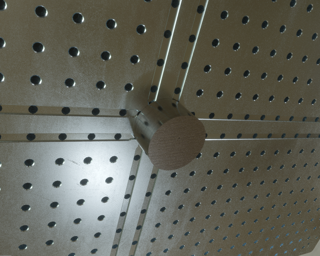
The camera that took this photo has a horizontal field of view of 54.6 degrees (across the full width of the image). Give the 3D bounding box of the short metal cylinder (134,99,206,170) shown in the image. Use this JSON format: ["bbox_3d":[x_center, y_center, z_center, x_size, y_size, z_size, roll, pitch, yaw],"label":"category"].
[{"bbox_3d":[0.012,0.008,0.406,0.081,0.050,0.080,-14,124,-21],"label":"short metal cylinder"}]
